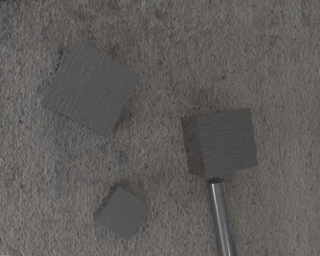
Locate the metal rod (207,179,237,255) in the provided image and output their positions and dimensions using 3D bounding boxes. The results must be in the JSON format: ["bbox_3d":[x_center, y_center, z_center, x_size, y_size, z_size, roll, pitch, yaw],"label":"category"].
[{"bbox_3d":[0.105,0.222,0.448,0.025,0.025,0.298,-12,94,-20],"label":"metal rod"}]

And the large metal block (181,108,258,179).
[{"bbox_3d":[0.081,0.018,0.426,0.081,0.050,0.080,-10,94,-20],"label":"large metal block"}]

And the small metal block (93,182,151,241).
[{"bbox_3d":[-0.048,0.105,0.392,0.050,0.025,0.050,36,78,-17],"label":"small metal block"}]

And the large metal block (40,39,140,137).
[{"bbox_3d":[-0.082,-0.044,0.365,0.080,0.050,0.080,29,81,-18],"label":"large metal block"}]
